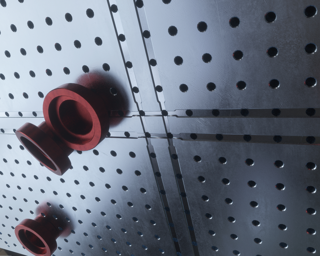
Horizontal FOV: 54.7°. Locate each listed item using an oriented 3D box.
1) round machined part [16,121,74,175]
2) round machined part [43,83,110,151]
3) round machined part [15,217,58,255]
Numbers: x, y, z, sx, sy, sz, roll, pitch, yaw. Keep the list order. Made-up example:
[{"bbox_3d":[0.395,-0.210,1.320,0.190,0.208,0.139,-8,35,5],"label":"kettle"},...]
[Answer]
[{"bbox_3d":[-0.177,0.027,0.494,0.098,0.042,0.097,30,150,20],"label":"round machined part"},{"bbox_3d":[-0.115,-0.019,0.446,0.098,0.042,0.097,12,122,20],"label":"round machined part"},{"bbox_3d":[-0.266,0.237,0.683,0.098,0.042,0.097,13,124,20],"label":"round machined part"}]
